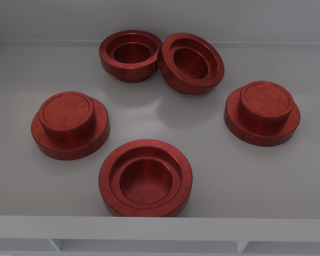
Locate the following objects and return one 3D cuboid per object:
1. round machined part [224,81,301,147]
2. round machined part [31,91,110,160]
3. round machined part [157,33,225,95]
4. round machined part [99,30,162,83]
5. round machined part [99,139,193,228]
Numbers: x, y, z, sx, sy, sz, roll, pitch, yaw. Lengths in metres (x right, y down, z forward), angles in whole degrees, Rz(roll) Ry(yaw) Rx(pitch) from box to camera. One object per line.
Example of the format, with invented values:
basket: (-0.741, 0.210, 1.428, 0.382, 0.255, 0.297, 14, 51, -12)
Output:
round machined part: (0.138, -0.026, 0.417, 0.099, 0.042, 0.098, 0, 50, 0)
round machined part: (-0.117, -0.010, 0.401, 0.099, 0.042, 0.098, 0, 50, 0)
round machined part: (0.041, -0.088, 0.453, 0.099, 0.042, 0.098, 12, 58, -19)
round machined part: (-0.043, -0.108, 0.484, 0.099, 0.042, 0.098, 0, 50, 0)
round machined part: (-0.015, 0.063, 0.341, 0.099, 0.042, 0.098, 0, 50, 0)
